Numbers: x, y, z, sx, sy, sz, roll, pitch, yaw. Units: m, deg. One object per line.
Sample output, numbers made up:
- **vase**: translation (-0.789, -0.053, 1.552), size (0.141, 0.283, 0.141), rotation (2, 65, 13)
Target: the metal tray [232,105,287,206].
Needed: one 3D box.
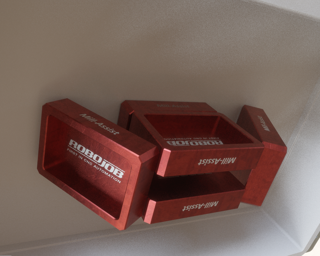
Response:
- **metal tray**: translation (0.126, 0.033, 0.429), size (0.030, 0.130, 0.089), rotation (14, 115, -2)

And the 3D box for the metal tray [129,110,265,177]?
- **metal tray**: translation (0.041, 0.013, 0.355), size (0.131, 0.090, 0.030), rotation (0, 118, -29)

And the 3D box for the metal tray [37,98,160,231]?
- **metal tray**: translation (-0.071, 0.035, 0.324), size (0.030, 0.130, 0.089), rotation (-26, 137, -55)

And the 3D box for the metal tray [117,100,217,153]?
- **metal tray**: translation (0.007, 0.011, 0.414), size (0.131, 0.030, 0.089), rotation (-1, 119, -29)

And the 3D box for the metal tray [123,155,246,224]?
- **metal tray**: translation (0.027, 0.066, 0.381), size (0.131, 0.090, 0.030), rotation (-1, 118, -29)
